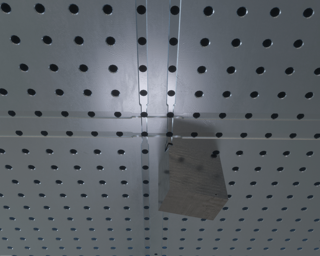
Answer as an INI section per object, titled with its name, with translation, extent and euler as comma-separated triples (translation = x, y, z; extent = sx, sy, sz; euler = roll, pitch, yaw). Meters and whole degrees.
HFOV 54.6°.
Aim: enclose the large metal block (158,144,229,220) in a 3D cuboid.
[large metal block]
translation = 0.043, 0.077, 0.441
extent = 0.080, 0.080, 0.050
euler = 13, 129, -11
